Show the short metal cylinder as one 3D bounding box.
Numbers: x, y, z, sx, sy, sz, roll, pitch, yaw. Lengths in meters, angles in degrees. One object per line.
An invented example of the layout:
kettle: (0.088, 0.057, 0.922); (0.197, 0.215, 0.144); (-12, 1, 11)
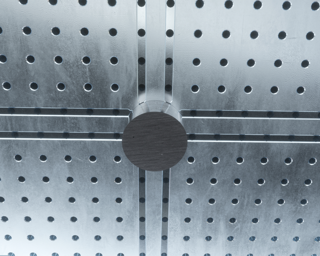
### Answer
short metal cylinder: (-0.006, 0.009, 0.403); (0.081, 0.050, 0.079); (0, 110, -1)
